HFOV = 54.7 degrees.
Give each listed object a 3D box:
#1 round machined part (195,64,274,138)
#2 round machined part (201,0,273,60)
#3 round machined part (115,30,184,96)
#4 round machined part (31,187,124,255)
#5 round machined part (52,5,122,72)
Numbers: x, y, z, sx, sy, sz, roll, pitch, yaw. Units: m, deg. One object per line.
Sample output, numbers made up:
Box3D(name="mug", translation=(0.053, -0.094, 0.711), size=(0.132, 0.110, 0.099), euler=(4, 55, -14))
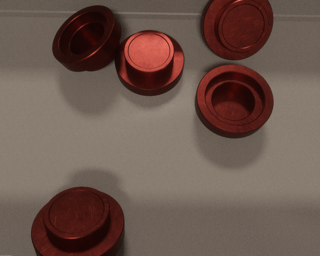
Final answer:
Box3D(name="round machined part", translation=(0.095, -0.032, 0.414), size=(0.099, 0.042, 0.098), euler=(0, 70, -1))
Box3D(name="round machined part", translation=(0.108, -0.141, 0.424), size=(0.099, 0.042, 0.097), euler=(-2, 115, -4))
Box3D(name="round machined part", translation=(-0.015, -0.098, 0.436), size=(0.099, 0.042, 0.098), euler=(0, 70, -1))
Box3D(name="round machined part", translation=(-0.088, 0.103, 0.337), size=(0.099, 0.042, 0.098), euler=(3, 36, -2))
Box3D(name="round machined part", translation=(-0.096, -0.118, 0.430), size=(0.098, 0.042, 0.098), euler=(-11, 61, 20))
